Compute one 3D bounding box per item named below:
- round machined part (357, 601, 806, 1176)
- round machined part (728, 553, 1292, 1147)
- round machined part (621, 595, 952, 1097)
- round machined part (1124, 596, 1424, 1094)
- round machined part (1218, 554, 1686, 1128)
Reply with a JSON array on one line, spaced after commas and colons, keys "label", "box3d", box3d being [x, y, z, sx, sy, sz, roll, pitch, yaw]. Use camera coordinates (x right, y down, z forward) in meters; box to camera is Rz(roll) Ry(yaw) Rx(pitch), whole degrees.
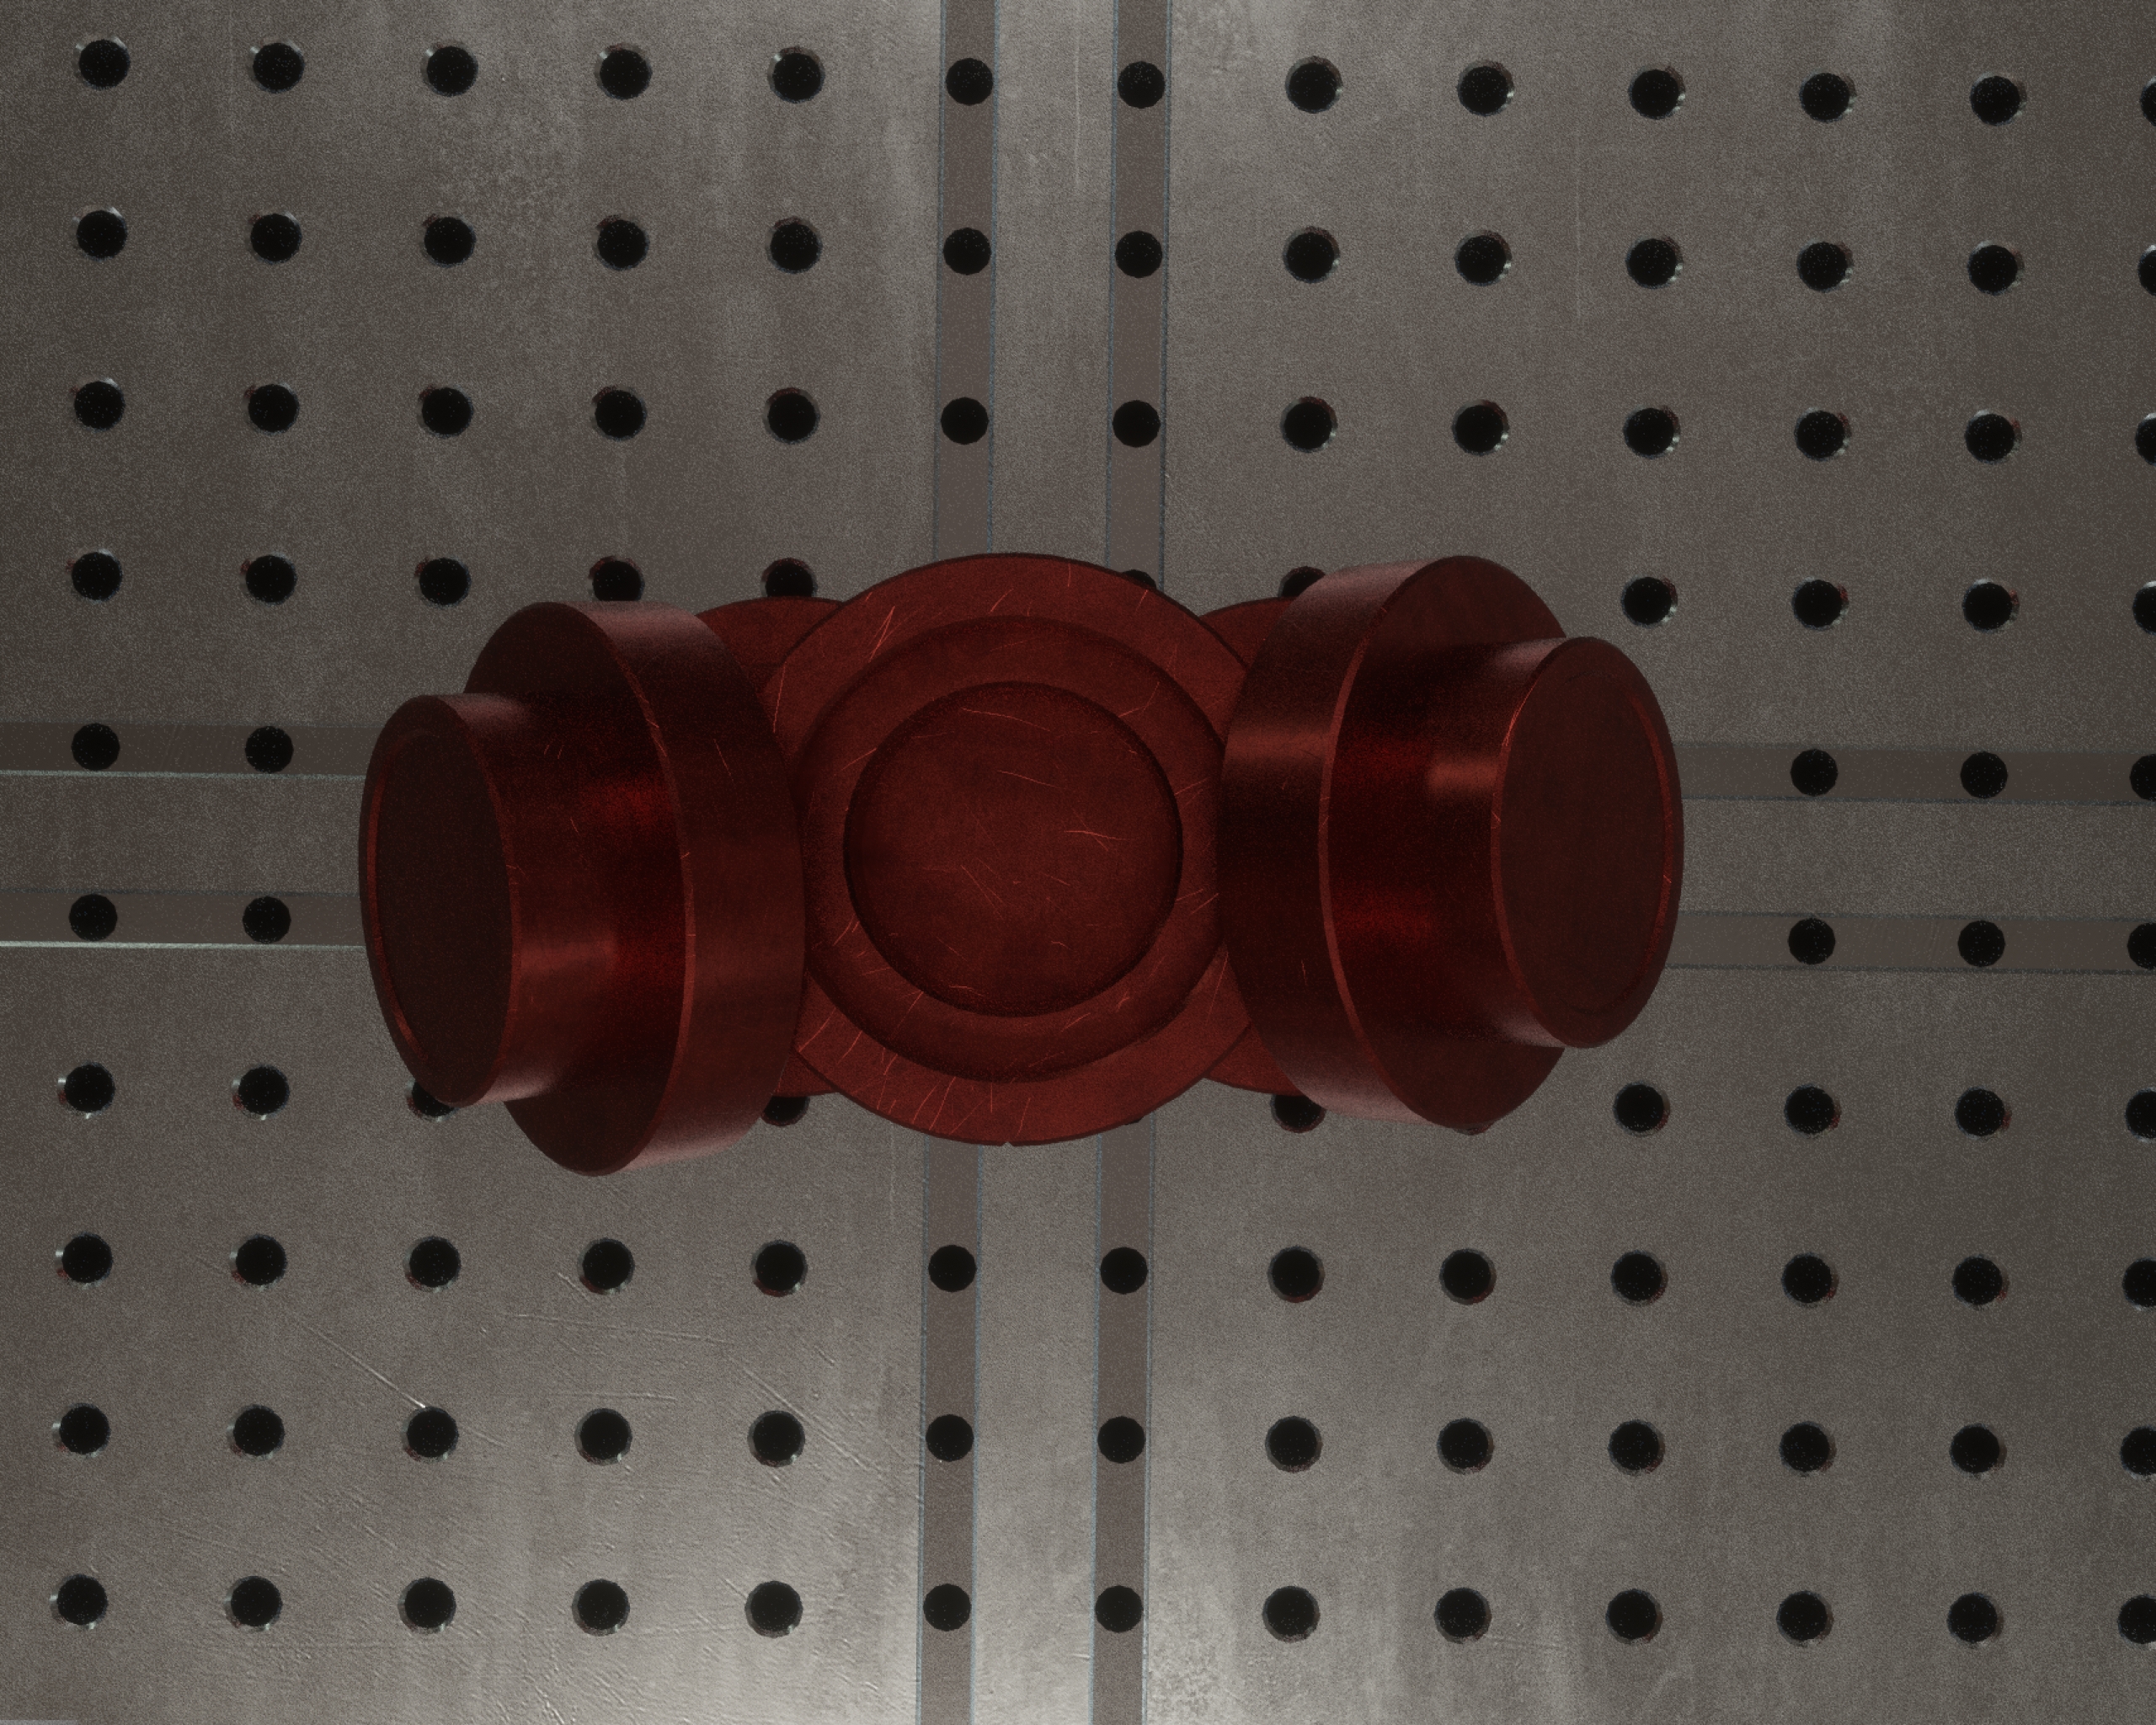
[{"label": "round machined part", "box3d": [-0.089, 0.005, 0.353, 0.042, 0.098, 0.097, -6, 90, -38]}, {"label": "round machined part", "box3d": [-0.011, -0.002, 0.362, 0.099, 0.042, 0.097, 0, 90, -1]}, {"label": "round machined part", "box3d": [-0.055, -0.003, 0.404, 0.099, 0.042, 0.097, 0, 90, -1]}, {"label": "round machined part", "box3d": [0.043, -0.003, 0.405, 0.099, 0.042, 0.097, 0, 90, -1]}, {"label": "round machined part", "box3d": [0.069, -0.004, 0.355, 0.042, 0.099, 0.097, 0, 90, 40]}]
